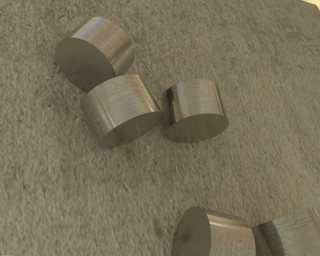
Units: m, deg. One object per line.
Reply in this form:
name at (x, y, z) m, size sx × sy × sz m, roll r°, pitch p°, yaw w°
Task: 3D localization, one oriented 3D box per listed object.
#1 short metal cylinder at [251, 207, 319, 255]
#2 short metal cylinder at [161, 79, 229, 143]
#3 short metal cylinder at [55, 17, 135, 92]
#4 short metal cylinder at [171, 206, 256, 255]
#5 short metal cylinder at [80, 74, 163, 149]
short metal cylinder at (0.156, 0.133, 0.373) m, size 0.081 × 0.080 × 0.050 m, roll -4°, pitch 64°, yaw -31°
short metal cylinder at (0.044, -0.020, 0.407) m, size 0.081 × 0.080 × 0.050 m, roll 5°, pitch 60°, yaw -26°
short metal cylinder at (-0.078, -0.087, 0.381) m, size 0.080 × 0.080 × 0.050 m, roll 34°, pitch 51°, yaw -6°
short metal cylinder at (0.053, 0.127, 0.321) m, size 0.050 × 0.080 × 0.080 m, roll 19°, pitch 54°, yaw -18°
short metal cylinder at (-0.044, -0.018, 0.357) m, size 0.081 × 0.080 × 0.050 m, roll -18°, pitch 72°, yaw -35°
